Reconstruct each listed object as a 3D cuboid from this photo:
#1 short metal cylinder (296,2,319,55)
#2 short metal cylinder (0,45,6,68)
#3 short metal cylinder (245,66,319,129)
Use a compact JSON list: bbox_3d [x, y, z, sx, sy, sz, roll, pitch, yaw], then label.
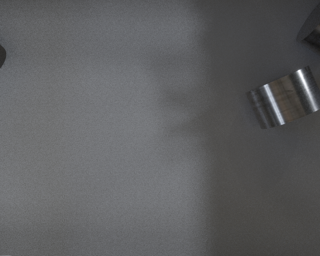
[{"bbox_3d":[0.219,-0.130,0.387,0.050,0.080,0.080,32,90,-1],"label":"short metal cylinder"},{"bbox_3d":[-0.242,-0.091,0.381,0.080,0.080,0.050,-44,91,0],"label":"short metal cylinder"},{"bbox_3d":[0.155,-0.038,0.386,0.080,0.080,0.050,-24,90,0],"label":"short metal cylinder"}]
